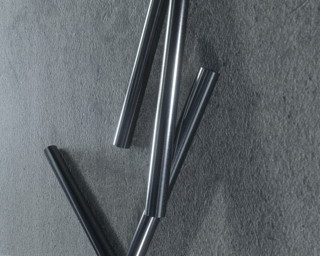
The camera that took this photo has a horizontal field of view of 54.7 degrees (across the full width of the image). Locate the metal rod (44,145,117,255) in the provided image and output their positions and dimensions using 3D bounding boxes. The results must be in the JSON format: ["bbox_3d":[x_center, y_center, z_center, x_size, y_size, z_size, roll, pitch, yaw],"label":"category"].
[{"bbox_3d":[-0.120,0.145,0.504,0.300,0.025,0.025,52,120,27],"label":"metal rod"}]

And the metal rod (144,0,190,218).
[{"bbox_3d":[0.011,-0.046,0.373,0.025,0.025,0.298,3,85,40],"label":"metal rod"}]

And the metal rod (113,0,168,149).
[{"bbox_3d":[-0.015,-0.114,0.417,0.025,0.025,0.298,26,106,37],"label":"metal rod"}]

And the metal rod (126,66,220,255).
[{"bbox_3d":[0.007,0.067,0.398,0.025,0.025,0.298,32,110,35],"label":"metal rod"}]
